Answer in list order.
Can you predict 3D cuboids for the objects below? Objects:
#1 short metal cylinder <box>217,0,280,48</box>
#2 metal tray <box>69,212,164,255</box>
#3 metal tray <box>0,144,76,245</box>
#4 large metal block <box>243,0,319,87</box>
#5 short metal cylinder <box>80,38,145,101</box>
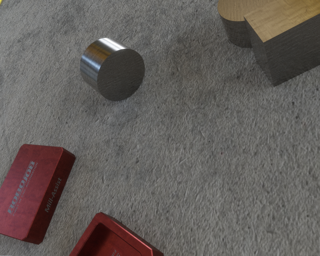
[{"bbox_3d":[0.124,-0.156,0.419,0.080,0.050,0.080,-13,56,21],"label":"short metal cylinder"},{"bbox_3d":[-0.066,0.169,0.331,0.090,0.030,0.130,23,74,36],"label":"metal tray"},{"bbox_3d":[-0.185,0.089,0.443,0.090,0.030,0.130,2,63,29],"label":"metal tray"},{"bbox_3d":[0.151,-0.105,0.354,0.080,0.080,0.050,-27,53,12],"label":"large metal block"},{"bbox_3d":[-0.070,-0.086,0.458,0.080,0.080,0.050,-48,51,-6],"label":"short metal cylinder"}]
